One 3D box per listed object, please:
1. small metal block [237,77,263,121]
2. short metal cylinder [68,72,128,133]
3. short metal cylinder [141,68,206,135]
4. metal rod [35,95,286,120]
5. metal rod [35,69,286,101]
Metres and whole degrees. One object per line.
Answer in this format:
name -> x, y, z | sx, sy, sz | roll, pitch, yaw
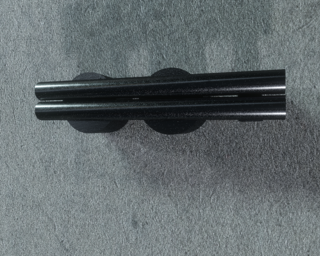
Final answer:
small metal block -> 0.106, -0.033, 0.361 | 0.025, 0.050, 0.050 | -2, 89, 20
short metal cylinder -> -0.084, -0.033, 0.426 | 0.080, 0.050, 0.080 | 0, 90, 20
short metal cylinder -> 0.020, -0.032, 0.390 | 0.080, 0.050, 0.080 | 0, 90, 20
metal rod -> -0.016, -0.022, 0.362 | 0.301, 0.025, 0.025 | 0, 90, 19
metal rod -> -0.016, -0.048, 0.362 | 0.301, 0.025, 0.025 | 0, 90, 19
